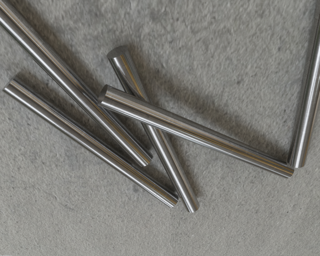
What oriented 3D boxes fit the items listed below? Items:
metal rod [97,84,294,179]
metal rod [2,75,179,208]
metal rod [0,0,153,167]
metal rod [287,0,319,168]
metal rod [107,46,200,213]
[{"bbox_3d":[0.064,0.014,0.400,0.302,0.025,0.025,22,127,-26],"label":"metal rod"},{"bbox_3d":[-0.077,0.033,0.434,0.025,0.025,0.300,-34,123,25],"label":"metal rod"},{"bbox_3d":[-0.101,-0.050,0.362,0.025,0.025,0.300,-26,126,20],"label":"metal rod"},{"bbox_3d":[0.178,-0.063,0.355,0.025,0.025,0.298,-6,130,5],"label":"metal rod"},{"bbox_3d":[0.004,0.024,0.427,0.025,0.025,0.299,-16,129,12],"label":"metal rod"}]
